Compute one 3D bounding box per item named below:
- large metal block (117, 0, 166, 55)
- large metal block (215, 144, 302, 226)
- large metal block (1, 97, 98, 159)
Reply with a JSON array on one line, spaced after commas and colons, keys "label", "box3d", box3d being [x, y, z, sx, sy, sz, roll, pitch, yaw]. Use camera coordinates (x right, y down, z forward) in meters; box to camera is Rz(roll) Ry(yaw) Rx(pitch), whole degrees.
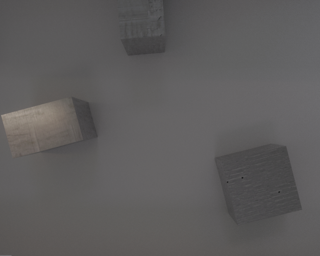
[{"label": "large metal block", "box3d": [-0.022, -0.140, 0.383, 0.050, 0.080, 0.080, -5, 90, 0]}, {"label": "large metal block", "box3d": [0.124, 0.070, 0.400, 0.080, 0.050, 0.080, -14, 90, 0]}, {"label": "large metal block", "box3d": [-0.130, -0.001, 0.383, 0.080, 0.080, 0.050, -15, 90, 0]}]
